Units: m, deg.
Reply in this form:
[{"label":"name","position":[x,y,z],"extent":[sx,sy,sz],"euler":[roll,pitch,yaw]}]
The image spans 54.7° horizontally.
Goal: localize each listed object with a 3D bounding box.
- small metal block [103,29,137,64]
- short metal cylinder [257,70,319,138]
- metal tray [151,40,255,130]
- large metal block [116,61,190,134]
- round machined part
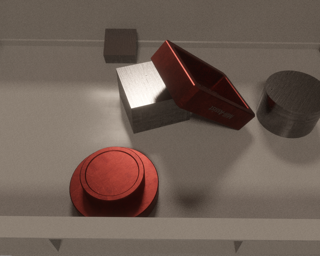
[{"label":"small metal block","position":[-0.064,-0.134,0.507],"extent":[0.050,0.025,0.050],"euler":[0,70,0]},{"label":"short metal cylinder","position":[0.177,-0.033,0.419],"extent":[0.081,0.050,0.080],"euler":[0,50,0]},{"label":"metal tray","position":[0.057,-0.051,0.392],"extent":[0.131,0.030,0.090],"euler":[16,38,-44]},{"label":"large metal block","position":[-0.010,-0.047,0.428],"extent":[0.081,0.050,0.080],"euler":[-14,52,-12]},{"label":"round machined part","position":[-0.051,0.060,0.343],"extent":[0.099,0.042,0.098],"euler":[0,50,0]}]
